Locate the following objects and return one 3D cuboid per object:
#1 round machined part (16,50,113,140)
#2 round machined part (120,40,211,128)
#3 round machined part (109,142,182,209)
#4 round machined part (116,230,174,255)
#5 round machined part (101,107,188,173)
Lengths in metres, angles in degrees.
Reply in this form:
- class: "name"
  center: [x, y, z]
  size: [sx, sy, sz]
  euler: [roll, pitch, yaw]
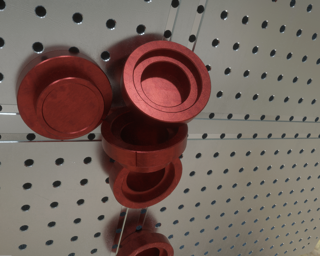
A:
- class: "round machined part"
  center: [-0.097, -0.029, 0.329]
  size: [0.099, 0.042, 0.097]
  euler: [-14, 124, -21]
- class: "round machined part"
  center: [0.004, -0.046, 0.351]
  size: [0.099, 0.098, 0.042]
  euler: [-16, 167, -19]
- class: "round machined part"
  center: [-0.022, 0.059, 0.423]
  size: [0.099, 0.042, 0.097]
  euler: [-14, 126, -20]
- class: "round machined part"
  center: [-0.030, 0.209, 0.512]
  size: [0.099, 0.042, 0.097]
  euler: [-14, 124, -21]
- class: "round machined part"
  center: [-0.018, 0.015, 0.363]
  size: [0.099, 0.098, 0.042]
  euler: [-13, 126, -21]
